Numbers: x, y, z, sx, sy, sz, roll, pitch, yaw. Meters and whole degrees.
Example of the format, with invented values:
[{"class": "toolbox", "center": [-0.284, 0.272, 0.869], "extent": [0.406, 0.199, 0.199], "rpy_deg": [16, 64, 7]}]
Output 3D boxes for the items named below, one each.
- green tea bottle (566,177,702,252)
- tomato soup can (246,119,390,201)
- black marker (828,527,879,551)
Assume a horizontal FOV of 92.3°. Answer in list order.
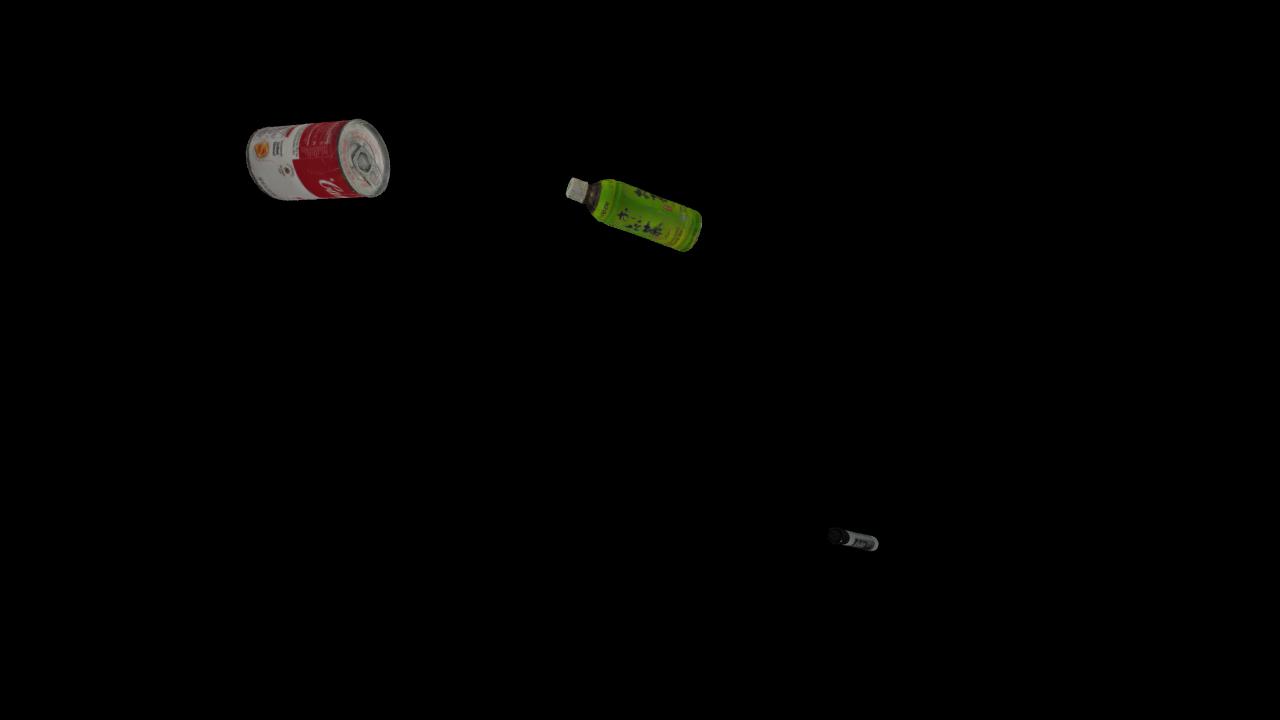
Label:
[{"class": "green tea bottle", "center": [-0.010, -0.229, 0.946], "extent": [0.212, 0.073, 0.073], "rpy_deg": [14, -5, -20]}, {"class": "tomato soup can", "center": [-0.292, -0.181, 0.560], "extent": [0.101, 0.068, 0.068], "rpy_deg": [2, 1, 14]}, {"class": "black marker", "center": [0.254, 0.213, 0.731], "extent": [0.020, 0.020, 0.121], "rpy_deg": [0, -17, 41]}]
